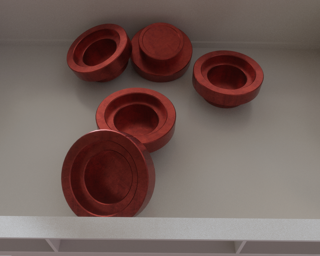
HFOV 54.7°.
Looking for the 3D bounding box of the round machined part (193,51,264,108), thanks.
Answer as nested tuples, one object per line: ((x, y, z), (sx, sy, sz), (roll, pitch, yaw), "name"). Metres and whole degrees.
((0.096, -0.067, 0.451), (0.099, 0.042, 0.098), (0, 50, 0), "round machined part")

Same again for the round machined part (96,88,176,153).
((-0.030, -0.004, 0.395), (0.099, 0.042, 0.098), (1, 48, -1), "round machined part")

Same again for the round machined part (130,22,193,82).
((0.002, -0.123, 0.480), (0.099, 0.042, 0.098), (1, 68, -1), "round machined part")

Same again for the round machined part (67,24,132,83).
((-0.087, -0.108, 0.471), (0.098, 0.042, 0.098), (-10, 57, 15), "round machined part")

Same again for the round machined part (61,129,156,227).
((-0.051, 0.051, 0.329), (0.098, 0.042, 0.097), (-1, 85, 18), "round machined part")
